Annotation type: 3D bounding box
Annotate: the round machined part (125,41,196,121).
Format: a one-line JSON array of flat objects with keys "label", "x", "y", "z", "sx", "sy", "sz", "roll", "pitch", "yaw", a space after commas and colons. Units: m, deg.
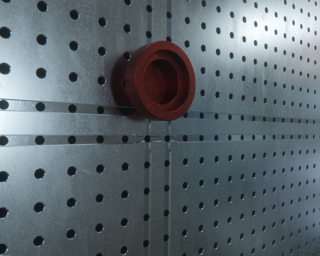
[{"label": "round machined part", "x": -0.004, "y": -0.057, "z": 0.394, "sx": 0.099, "sy": 0.042, "sz": 0.097, "roll": 0, "pitch": 90, "yaw": -40}]
